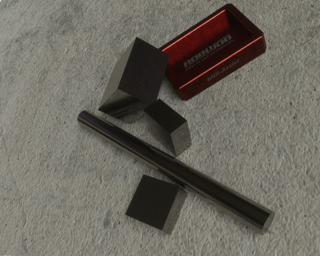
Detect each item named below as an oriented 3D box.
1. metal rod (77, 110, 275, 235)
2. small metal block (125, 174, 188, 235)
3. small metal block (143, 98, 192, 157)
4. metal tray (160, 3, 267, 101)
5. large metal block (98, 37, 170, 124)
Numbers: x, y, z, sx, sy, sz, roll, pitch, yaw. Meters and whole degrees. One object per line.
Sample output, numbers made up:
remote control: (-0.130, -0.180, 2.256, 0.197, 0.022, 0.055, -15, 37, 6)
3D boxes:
metal rod: (-0.006, 0.038, 0.382, 0.300, 0.025, 0.025, 26, 76, 36)
small metal block: (-0.003, 0.086, 0.352, 0.050, 0.025, 0.050, 12, 68, 33)
small metal block: (0.010, 0.000, 0.376, 0.025, 0.050, 0.050, -38, 55, -15)
metal tray: (0.066, -0.107, 0.430, 0.130, 0.030, 0.090, -32, 52, 7)
large metal block: (-0.036, -0.061, 0.418, 0.080, 0.050, 0.080, -30, 40, 58)
